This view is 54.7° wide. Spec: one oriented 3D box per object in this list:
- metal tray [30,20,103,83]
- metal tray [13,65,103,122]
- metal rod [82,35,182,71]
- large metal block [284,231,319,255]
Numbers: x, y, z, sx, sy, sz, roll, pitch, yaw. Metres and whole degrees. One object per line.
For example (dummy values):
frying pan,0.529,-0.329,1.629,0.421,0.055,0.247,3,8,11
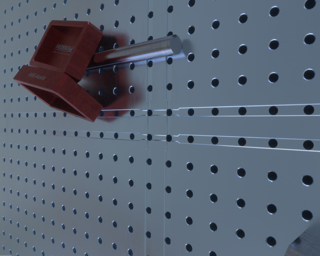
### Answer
metal tray,-0.158,-0.130,0.510,0.130,0.030,0.090,20,84,43
metal tray,-0.165,-0.056,0.501,0.130,0.090,0.030,17,71,38
metal rod,-0.095,-0.107,0.487,0.300,0.025,0.025,0,90,40
large metal block,0.145,0.154,0.273,0.080,0.050,0.079,27,107,36
